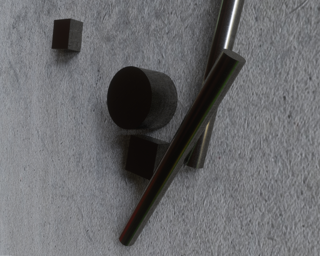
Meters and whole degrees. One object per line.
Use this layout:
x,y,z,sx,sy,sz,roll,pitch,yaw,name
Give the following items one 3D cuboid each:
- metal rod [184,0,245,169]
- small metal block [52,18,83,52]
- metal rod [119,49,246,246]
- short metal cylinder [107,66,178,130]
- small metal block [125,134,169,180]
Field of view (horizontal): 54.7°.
0.071,-0.099,0.346,0.025,0.025,0.298,20,103,38,metal rod
-0.161,-0.161,0.538,0.050,0.025,0.050,12,98,39,small metal block
0.011,0.045,0.368,0.025,0.025,0.298,47,126,29,metal rod
-0.024,-0.038,0.409,0.080,0.050,0.079,0,90,40,short metal cylinder
-0.017,0.039,0.419,0.050,0.025,0.050,16,100,39,small metal block
